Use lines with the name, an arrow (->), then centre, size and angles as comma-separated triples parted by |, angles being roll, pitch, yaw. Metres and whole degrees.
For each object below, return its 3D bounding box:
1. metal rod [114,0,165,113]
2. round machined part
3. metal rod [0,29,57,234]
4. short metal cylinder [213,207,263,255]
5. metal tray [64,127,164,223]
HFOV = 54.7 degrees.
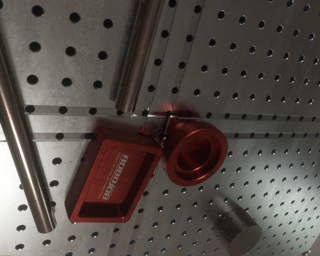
metal rod -> -0.001, -0.155, 0.315 | 0.025, 0.025, 0.298 | 3, 117, -30
round machined part -> 0.045, 0.033, 0.447 | 0.099, 0.042, 0.097 | -14, 124, -21
metal rod -> -0.153, 0.004, 0.330 | 0.025, 0.025, 0.298 | -15, 125, -20
short metal cylinder -> 0.152, 0.204, 0.607 | 0.081, 0.050, 0.079 | -14, 125, -21
metal tray -> -0.062, 0.068, 0.417 | 0.091, 0.030, 0.129 | 13, 112, -34
